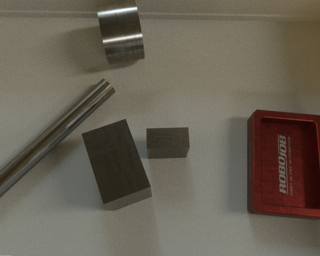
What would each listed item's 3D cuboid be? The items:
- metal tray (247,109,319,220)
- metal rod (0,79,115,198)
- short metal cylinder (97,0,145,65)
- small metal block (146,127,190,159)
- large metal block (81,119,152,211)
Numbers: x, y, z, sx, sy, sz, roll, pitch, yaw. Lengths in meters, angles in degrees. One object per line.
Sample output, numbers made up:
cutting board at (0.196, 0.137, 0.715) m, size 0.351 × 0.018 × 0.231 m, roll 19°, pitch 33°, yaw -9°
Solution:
metal tray at (0.160, 0.045, 0.392) m, size 0.091 × 0.030 × 0.130 m, roll 5°, pitch 70°, yaw 1°
metal rod at (-0.173, 0.045, 0.391) m, size 0.025 × 0.025 × 0.301 m, roll 41°, pitch 75°, yaw 13°
short metal cylinder at (-0.053, -0.132, 0.428) m, size 0.050 × 0.080 × 0.080 m, roll -11°, pitch 71°, yaw -4°
small metal block at (0.009, 0.020, 0.389) m, size 0.050 × 0.050 × 0.025 m, roll -2°, pitch 70°, yaw -1°
large metal block at (-0.047, 0.046, 0.363) m, size 0.050 × 0.080 × 0.080 m, roll -20°, pitch 72°, yaw -7°
